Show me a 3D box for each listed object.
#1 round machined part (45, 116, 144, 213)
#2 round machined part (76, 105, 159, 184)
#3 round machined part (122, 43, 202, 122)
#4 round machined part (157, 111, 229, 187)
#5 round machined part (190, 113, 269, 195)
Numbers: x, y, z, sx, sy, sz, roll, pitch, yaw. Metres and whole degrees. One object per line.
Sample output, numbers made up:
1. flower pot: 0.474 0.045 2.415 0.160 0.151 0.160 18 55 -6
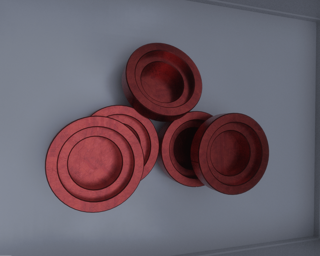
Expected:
1. round machined part: -0.070 0.036 0.330 0.099 0.042 0.097 0 90 -20
2. round machined part: -0.054 0.022 0.380 0.099 0.042 0.097 0 90 -20
3. round machined part: 0.000 -0.053 0.389 0.099 0.042 0.098 7 70 -19
4. round machined part: 0.040 0.027 0.415 0.099 0.042 0.097 0 90 -20
5. round machined part: 0.082 0.031 0.386 0.099 0.042 0.097 0 90 -20
